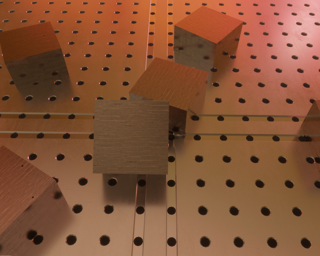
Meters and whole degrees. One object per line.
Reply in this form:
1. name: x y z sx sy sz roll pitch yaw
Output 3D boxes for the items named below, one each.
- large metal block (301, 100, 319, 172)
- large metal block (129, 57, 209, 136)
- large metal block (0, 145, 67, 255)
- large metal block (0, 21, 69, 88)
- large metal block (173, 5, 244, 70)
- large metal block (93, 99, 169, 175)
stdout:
1. large metal block: 0.235 0.011 0.384 0.080 0.050 0.080 0 50 0
2. large metal block: 0.014 -0.045 0.430 0.080 0.050 0.080 20 53 16
3. large metal block: -0.162 0.077 0.326 0.080 0.050 0.080 27 55 21
4. large metal block: -0.199 -0.117 0.489 0.081 0.050 0.080 -19 53 -15
5. large metal block: 0.080 -0.154 0.521 0.080 0.050 0.080 32 57 24
6. large metal block: -0.031 0.010 0.358 0.080 0.050 0.080 1 87 1
